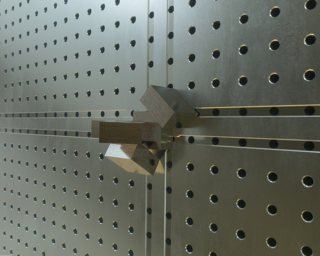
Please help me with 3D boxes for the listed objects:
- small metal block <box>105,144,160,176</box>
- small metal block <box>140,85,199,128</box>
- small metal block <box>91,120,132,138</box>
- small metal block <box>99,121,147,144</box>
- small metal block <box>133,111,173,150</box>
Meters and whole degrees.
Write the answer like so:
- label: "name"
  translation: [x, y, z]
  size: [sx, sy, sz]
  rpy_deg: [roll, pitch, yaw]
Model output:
- label: "small metal block"
  translation: [-0.037, 0.040, 0.422]
  size: [0.050, 0.050, 0.025]
  rpy_deg: [2, 60, 40]
- label: "small metal block"
  translation: [0.012, -0.026, 0.384]
  size: [0.050, 0.050, 0.025]
  rpy_deg: [51, 119, 28]
- label: "small metal block"
  translation: [-0.063, 0.002, 0.445]
  size: [0.050, 0.050, 0.025]
  rpy_deg: [2, 92, 40]
- label: "small metal block"
  translation: [-0.044, 0.005, 0.385]
  size: [0.050, 0.050, 0.025]
  rpy_deg: [2, 92, 3]
- label: "small metal block"
  translation: [-0.010, 0.003, 0.419]
  size: [0.050, 0.025, 0.050]
  rpy_deg: [2, 91, 39]
